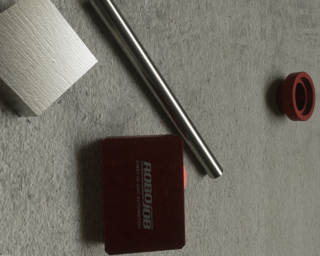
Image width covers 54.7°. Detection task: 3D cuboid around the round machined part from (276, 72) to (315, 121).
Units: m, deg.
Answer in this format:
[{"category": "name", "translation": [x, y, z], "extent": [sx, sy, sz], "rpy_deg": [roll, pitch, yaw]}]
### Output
[{"category": "round machined part", "translation": [0.271, -0.062, 0.624], "extent": [0.099, 0.042, 0.097], "rpy_deg": [0, 90, -40]}]

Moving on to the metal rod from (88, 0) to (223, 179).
[{"category": "metal rod", "translation": [0.008, -0.040, 0.413], "extent": [0.025, 0.025, 0.299], "rpy_deg": [-51, 120, -28]}]

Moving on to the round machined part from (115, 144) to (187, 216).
[{"category": "round machined part", "translation": [-0.005, 0.064, 0.392], "extent": [0.099, 0.042, 0.097], "rpy_deg": [0, 90, -40]}]

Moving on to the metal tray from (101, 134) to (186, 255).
[{"category": "metal tray", "translation": [-0.019, 0.074, 0.357], "extent": [0.091, 0.030, 0.129], "rpy_deg": [-2, 93, -8]}]

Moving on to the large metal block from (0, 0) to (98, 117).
[{"category": "large metal block", "translation": [-0.121, -0.067, 0.288], "extent": [0.080, 0.050, 0.080], "rpy_deg": [-52, 121, -27]}]
